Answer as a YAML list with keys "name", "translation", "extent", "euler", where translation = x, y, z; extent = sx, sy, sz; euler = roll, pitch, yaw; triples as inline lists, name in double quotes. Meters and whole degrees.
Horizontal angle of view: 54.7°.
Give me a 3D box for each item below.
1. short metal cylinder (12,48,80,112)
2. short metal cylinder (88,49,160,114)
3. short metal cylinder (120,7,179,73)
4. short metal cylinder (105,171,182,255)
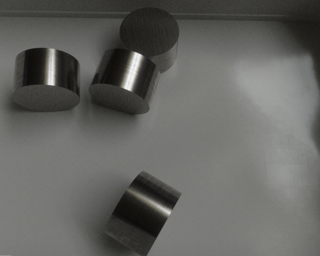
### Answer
- name: "short metal cylinder"
  translation: [-0.145, -0.059, 0.400]
  extent: [0.081, 0.080, 0.050]
  euler: [-4, 70, -2]
- name: "short metal cylinder"
  translation: [-0.045, -0.058, 0.401]
  extent: [0.080, 0.080, 0.050]
  euler: [15, 71, 5]
- name: "short metal cylinder"
  translation: [-0.014, -0.122, 0.441]
  extent: [0.081, 0.050, 0.080]
  euler: [0, 70, 0]
- name: "short metal cylinder"
  translation: [-0.017, 0.095, 0.346]
  extent: [0.050, 0.080, 0.080]
  euler: [29, 73, 10]
